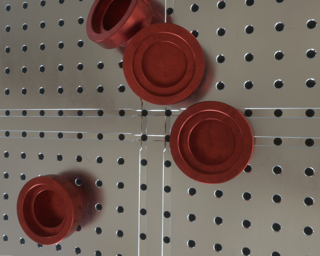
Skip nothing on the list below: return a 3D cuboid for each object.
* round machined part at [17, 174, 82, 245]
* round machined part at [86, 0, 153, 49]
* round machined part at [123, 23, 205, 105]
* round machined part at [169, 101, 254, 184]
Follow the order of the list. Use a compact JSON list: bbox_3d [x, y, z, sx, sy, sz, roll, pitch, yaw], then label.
[{"bbox_3d":[-0.157,0.117,0.457,0.098,0.042,0.097,0,90,19],"label":"round machined part"},{"bbox_3d":[-0.048,-0.147,0.406,0.098,0.042,0.098,-17,61,35],"label":"round machined part"},{"bbox_3d":[0.006,-0.080,0.389,0.099,0.042,0.097,1,106,3],"label":"round machined part"},{"bbox_3d":[0.065,0.017,0.380,0.098,0.042,0.097,0,90,19],"label":"round machined part"}]
